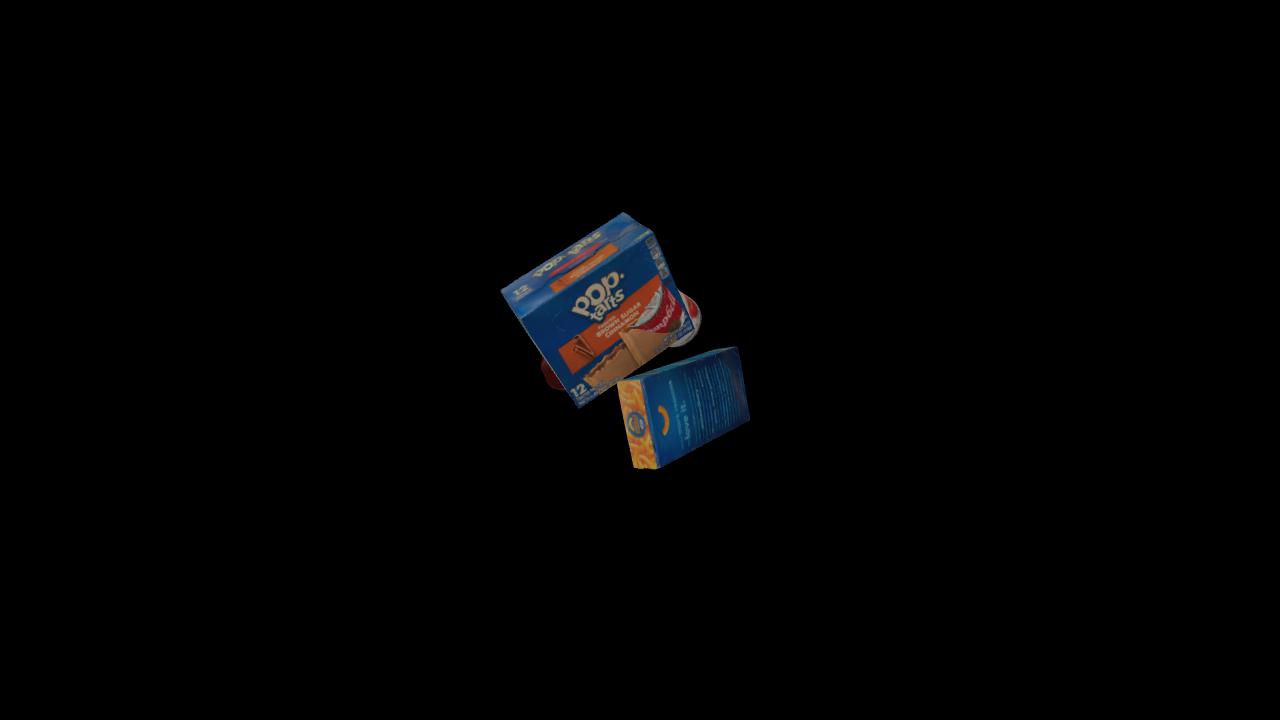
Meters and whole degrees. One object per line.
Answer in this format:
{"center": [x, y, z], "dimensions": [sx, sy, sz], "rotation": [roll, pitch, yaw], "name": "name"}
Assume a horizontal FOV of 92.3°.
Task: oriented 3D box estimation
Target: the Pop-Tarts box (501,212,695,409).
{"center": [-0.044, -0.056, 0.692], "dimensions": [0.167, 0.141, 0.083], "rotation": [-35, 38, -10], "name": "Pop-Tarts box"}

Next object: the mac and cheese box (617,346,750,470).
{"center": [0.054, 0.046, 0.669], "dimensions": [0.041, 0.093, 0.184], "rotation": [-5, 7, 40], "name": "mac and cheese box"}

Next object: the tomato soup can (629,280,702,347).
{"center": [0.021, -0.057, 0.715], "dimensions": [0.068, 0.068, 0.101], "rotation": [0, -13, 32], "name": "tomato soup can"}

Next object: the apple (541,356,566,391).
{"center": [-0.068, -0.002, 0.713], "dimensions": [0.093, 0.079, 0.079], "rotation": [-19, -5, 15], "name": "apple"}
